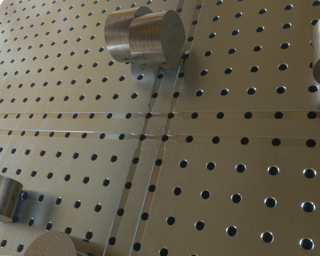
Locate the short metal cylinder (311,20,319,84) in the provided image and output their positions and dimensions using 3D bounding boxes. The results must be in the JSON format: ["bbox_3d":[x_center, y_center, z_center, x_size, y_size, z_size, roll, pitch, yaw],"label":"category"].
[{"bbox_3d":[0.201,-0.081,0.317,0.080,0.080,0.050,-2,61,27],"label":"short metal cylinder"}]

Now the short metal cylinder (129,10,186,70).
[{"bbox_3d":[-0.002,-0.126,0.450,0.050,0.080,0.080,3,63,29],"label":"short metal cylinder"}]

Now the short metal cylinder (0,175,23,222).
[{"bbox_3d":[-0.243,0.099,0.437,0.080,0.080,0.050,-8,58,23],"label":"short metal cylinder"}]

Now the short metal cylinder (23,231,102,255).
[{"bbox_3d":[-0.112,0.163,0.349,0.080,0.050,0.080,-13,56,20],"label":"short metal cylinder"}]

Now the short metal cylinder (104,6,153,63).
[{"bbox_3d":[-0.041,-0.143,0.481,0.050,0.080,0.080,3,63,29],"label":"short metal cylinder"}]
